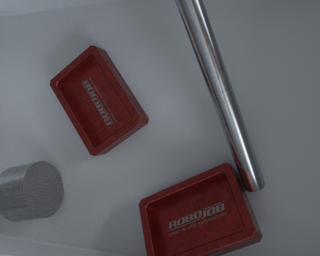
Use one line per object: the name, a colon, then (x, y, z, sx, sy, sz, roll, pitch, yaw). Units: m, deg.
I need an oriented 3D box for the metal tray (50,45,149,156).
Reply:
metal tray: (-0.087, -0.038, 0.437, 0.090, 0.030, 0.130, -36, 79, 16)

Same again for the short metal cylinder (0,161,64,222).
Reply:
short metal cylinder: (-0.186, 0.091, 0.445, 0.050, 0.080, 0.080, -13, 86, 19)

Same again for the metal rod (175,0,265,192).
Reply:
metal rod: (0.056, -0.060, 0.325, 0.025, 0.025, 0.299, -17, 109, 19)

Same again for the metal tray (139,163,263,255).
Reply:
metal tray: (0.042, 0.108, 0.370, 0.130, 0.030, 0.090, -27, 51, 17)
